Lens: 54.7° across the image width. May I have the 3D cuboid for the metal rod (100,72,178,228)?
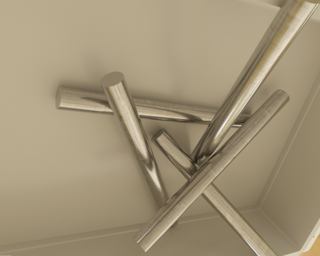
[{"bbox_3d":[-0.015,0.053,0.414,0.025,0.025,0.299,-28,135,-11],"label":"metal rod"}]

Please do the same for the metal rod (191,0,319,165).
[{"bbox_3d":[0.082,-0.021,0.362,0.025,0.025,0.298,-11,149,-23],"label":"metal rod"}]

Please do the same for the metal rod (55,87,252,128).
[{"bbox_3d":[0.020,-0.020,0.408,0.302,0.025,0.025,5,116,-31],"label":"metal rod"}]

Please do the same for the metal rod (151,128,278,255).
[{"bbox_3d":[0.094,0.117,0.456,0.025,0.025,0.300,-42,105,0],"label":"metal rod"}]

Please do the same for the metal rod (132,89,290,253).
[{"bbox_3d":[0.080,0.047,0.424,0.301,0.025,0.025,-42,131,-19],"label":"metal rod"}]
